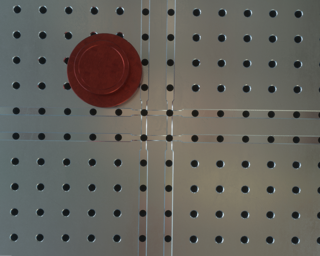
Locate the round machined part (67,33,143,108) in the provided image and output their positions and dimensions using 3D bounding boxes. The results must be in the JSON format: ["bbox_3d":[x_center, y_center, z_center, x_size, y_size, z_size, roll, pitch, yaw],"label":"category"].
[{"bbox_3d":[-0.072,-0.076,0.404,0.099,0.042,0.097,0,90,0],"label":"round machined part"}]
